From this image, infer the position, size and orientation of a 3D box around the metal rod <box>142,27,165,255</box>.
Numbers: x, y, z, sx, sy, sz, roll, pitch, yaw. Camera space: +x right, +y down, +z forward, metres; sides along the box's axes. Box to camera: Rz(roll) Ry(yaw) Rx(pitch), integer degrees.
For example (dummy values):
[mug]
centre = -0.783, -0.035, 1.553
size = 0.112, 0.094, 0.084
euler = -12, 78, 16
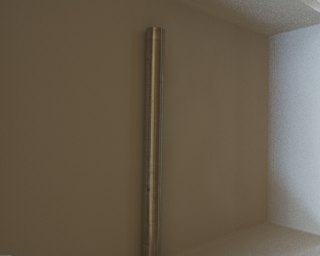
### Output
[metal rod]
centre = -0.009, 0.022, 0.401
size = 0.025, 0.025, 0.298
euler = 2, 89, -40
